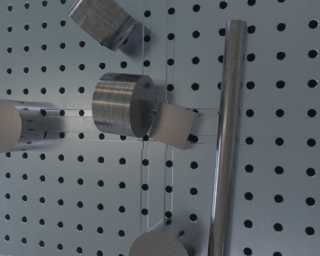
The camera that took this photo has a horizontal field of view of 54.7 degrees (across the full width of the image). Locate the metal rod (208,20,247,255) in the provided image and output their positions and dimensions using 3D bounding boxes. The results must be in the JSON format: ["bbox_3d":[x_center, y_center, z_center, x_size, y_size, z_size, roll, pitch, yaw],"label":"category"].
[{"bbox_3d":[0.083,0.020,0.383,0.025,0.025,0.298,5,92,20],"label":"metal rod"}]

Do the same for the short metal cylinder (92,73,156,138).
[{"bbox_3d":[-0.044,-0.030,0.399,0.050,0.080,0.079,8,93,20],"label":"short metal cylinder"}]

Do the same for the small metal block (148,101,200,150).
[{"bbox_3d":[0.019,-0.003,0.406,0.050,0.025,0.050,19,96,19],"label":"small metal block"}]

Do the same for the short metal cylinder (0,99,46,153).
[{"bbox_3d":[-0.227,-0.003,0.479,0.080,0.050,0.079,0,90,20],"label":"short metal cylinder"}]

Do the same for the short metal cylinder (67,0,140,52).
[{"bbox_3d":[-0.073,-0.147,0.409,0.080,0.080,0.050,46,104,14],"label":"short metal cylinder"}]

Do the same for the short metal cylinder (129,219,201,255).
[{"bbox_3d":[0.007,0.164,0.397,0.080,0.050,0.079,0,90,20],"label":"short metal cylinder"}]
